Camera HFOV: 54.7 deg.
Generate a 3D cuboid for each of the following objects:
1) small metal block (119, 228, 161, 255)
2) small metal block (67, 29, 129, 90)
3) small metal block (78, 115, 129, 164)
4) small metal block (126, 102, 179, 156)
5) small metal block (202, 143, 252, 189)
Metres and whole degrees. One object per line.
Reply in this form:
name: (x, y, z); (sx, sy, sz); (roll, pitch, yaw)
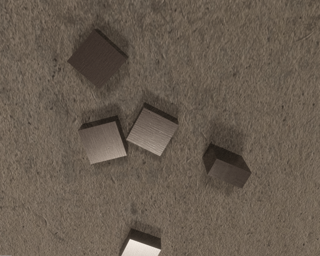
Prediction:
small metal block: (-0.032, 0.190, 0.480); (0.050, 0.025, 0.050); (23, 108, -9)
small metal block: (-0.075, -0.084, 0.378); (0.050, 0.025, 0.050); (42, 105, -14)
small metal block: (-0.075, 0.016, 0.415); (0.050, 0.025, 0.050); (-14, 110, 4)
small metal block: (-0.010, 0.002, 0.410); (0.050, 0.025, 0.050); (27, 108, -10)
small metal block: (0.088, 0.050, 0.416); (0.050, 0.050, 0.025); (23, 108, -9)
